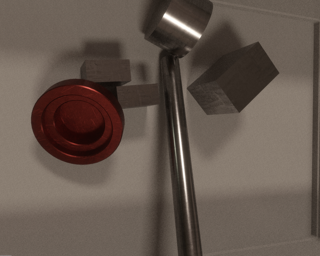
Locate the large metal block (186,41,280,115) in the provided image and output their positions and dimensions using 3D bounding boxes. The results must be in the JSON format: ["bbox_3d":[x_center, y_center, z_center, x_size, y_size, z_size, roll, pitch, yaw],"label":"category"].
[{"bbox_3d":[0.096,-0.063,0.418,0.080,0.080,0.050,-43,104,-15],"label":"large metal block"}]

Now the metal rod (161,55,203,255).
[{"bbox_3d":[0.024,0.045,0.358,0.025,0.025,0.299,5,64,-20],"label":"metal rod"}]

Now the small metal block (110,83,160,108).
[{"bbox_3d":[-0.034,-0.038,0.386,0.050,0.050,0.025,-7,93,-20],"label":"small metal block"}]

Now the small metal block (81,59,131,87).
[{"bbox_3d":[-0.066,-0.065,0.373,0.050,0.050,0.025,-5,92,-20],"label":"small metal block"}]

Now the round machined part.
[{"bbox_3d":[-0.090,-0.010,0.353,0.099,0.042,0.097,0,117,0],"label":"round machined part"}]

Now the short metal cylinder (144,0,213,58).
[{"bbox_3d":[0.022,-0.136,0.390,0.050,0.080,0.080,26,82,-19],"label":"short metal cylinder"}]
